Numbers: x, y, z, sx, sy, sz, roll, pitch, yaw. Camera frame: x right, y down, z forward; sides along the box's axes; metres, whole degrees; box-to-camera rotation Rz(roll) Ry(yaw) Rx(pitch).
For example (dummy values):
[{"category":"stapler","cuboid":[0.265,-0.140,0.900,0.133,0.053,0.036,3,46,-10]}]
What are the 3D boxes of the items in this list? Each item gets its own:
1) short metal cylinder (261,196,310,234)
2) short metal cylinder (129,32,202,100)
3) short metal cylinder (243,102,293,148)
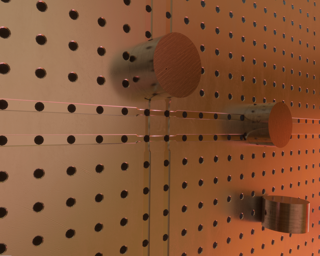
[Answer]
[{"category":"short metal cylinder","cuboid":[0.228,0.155,0.564,0.081,0.080,0.050,5,87,-40]},{"category":"short metal cylinder","cuboid":[0.007,-0.077,0.398,0.081,0.050,0.079,0,91,-40]},{"category":"short metal cylinder","cuboid":[0.193,-0.006,0.554,0.081,0.050,0.079,0,90,-40]}]
